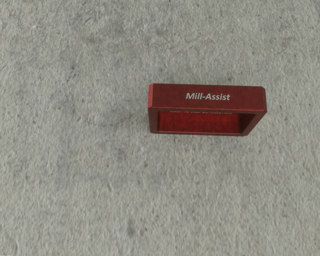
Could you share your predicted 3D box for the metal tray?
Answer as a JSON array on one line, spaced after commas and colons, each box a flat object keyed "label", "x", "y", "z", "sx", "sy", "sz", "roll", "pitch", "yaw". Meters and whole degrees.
[{"label": "metal tray", "x": 0.052, "y": -0.019, "z": 0.380, "sx": 0.131, "sy": 0.090, "sz": 0.030, "roll": 2, "pitch": 70, "yaw": 0}]
